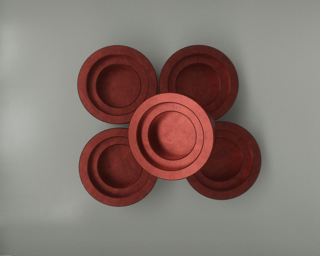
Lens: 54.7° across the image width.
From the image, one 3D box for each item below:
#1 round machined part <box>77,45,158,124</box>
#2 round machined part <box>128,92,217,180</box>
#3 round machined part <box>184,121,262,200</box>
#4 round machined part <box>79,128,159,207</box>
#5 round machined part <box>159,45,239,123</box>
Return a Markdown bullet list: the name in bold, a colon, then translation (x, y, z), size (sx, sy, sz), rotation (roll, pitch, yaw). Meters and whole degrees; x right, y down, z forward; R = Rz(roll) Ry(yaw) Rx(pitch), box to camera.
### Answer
- **round machined part**: translation (-0.052, -0.053, 0.400), size (0.099, 0.042, 0.097), rotation (0, 90, -1)
- **round machined part**: translation (0.016, 0.008, 0.359), size (0.098, 0.042, 0.097), rotation (2, 95, 18)
- **round machined part**: translation (0.076, 0.040, 0.402), size (0.099, 0.042, 0.097), rotation (0, 90, -1)
- **round machined part**: translation (-0.051, 0.048, 0.401), size (0.099, 0.042, 0.097), rotation (0, 90, -1)
- **round machined part**: translation (0.048, -0.054, 0.402), size (0.099, 0.042, 0.097), rotation (0, 90, -1)
